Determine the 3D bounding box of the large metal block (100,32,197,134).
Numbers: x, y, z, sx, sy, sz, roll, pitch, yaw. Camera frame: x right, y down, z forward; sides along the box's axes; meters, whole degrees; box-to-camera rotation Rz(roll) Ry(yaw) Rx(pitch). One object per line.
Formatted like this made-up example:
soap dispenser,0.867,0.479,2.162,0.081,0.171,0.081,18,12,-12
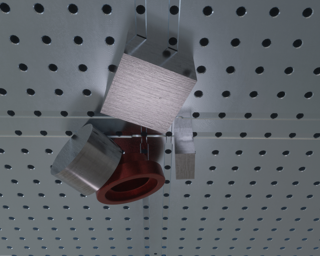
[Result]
large metal block,-0.014,-0.049,0.353,0.081,0.050,0.079,18,128,-15

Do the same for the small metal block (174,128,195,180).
small metal block,0.033,0.035,0.425,0.025,0.050,0.050,-2,130,2

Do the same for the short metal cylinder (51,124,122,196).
short metal cylinder,-0.096,0.041,0.407,0.080,0.080,0.050,-35,118,26

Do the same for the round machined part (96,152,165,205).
round machined part,-0.045,0.070,0.444,0.099,0.042,0.098,-15,150,-9
